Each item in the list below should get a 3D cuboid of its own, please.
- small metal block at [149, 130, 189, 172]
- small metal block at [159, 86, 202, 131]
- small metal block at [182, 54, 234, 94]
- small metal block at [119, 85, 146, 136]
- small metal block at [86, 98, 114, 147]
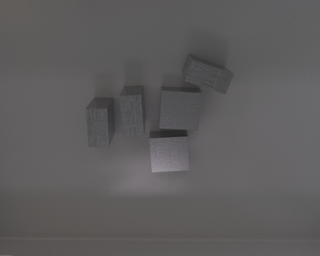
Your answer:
[{"bbox_3d":[0.013,0.031,0.423,0.050,0.025,0.050,-3,110,1],"label":"small metal block"},{"bbox_3d":[0.026,-0.026,0.402,0.050,0.025,0.050,3,110,-2],"label":"small metal block"},{"bbox_3d":[0.056,-0.066,0.374,0.050,0.050,0.025,17,109,-7],"label":"small metal block"},{"bbox_3d":[-0.033,-0.023,0.389,0.025,0.050,0.050,-3,110,1],"label":"small metal block"},{"bbox_3d":[-0.075,-0.008,0.394,0.025,0.050,0.050,1,110,0],"label":"small metal block"}]
